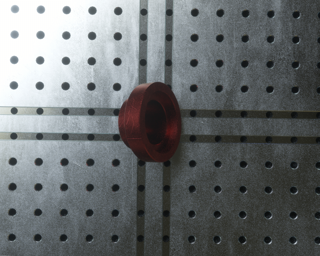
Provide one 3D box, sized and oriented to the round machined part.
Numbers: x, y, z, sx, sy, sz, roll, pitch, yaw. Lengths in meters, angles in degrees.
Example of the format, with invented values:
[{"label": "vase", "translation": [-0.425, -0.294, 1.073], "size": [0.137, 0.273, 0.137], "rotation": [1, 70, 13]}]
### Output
[{"label": "round machined part", "translation": [-0.015, -0.006, 0.385], "size": [0.042, 0.099, 0.097], "rotation": [-2, 90, 31]}]
